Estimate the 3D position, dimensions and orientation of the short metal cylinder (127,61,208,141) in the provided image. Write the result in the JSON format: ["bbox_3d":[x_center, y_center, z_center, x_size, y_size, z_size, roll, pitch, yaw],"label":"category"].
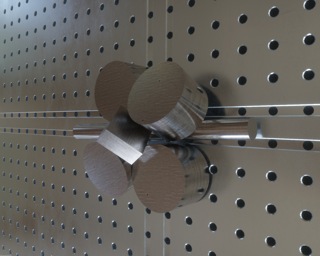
[{"bbox_3d":[0.009,-0.031,0.364,0.080,0.050,0.080,-20,55,31],"label":"short metal cylinder"}]

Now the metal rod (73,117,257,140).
[{"bbox_3d":[-0.019,0.004,0.419,0.300,0.025,0.025,-1,89,40],"label":"metal rod"}]

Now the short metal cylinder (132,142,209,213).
[{"bbox_3d":[0.012,0.058,0.378,0.080,0.050,0.079,0,90,40],"label":"short metal cylinder"}]

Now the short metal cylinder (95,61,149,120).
[{"bbox_3d":[-0.044,-0.048,0.424,0.080,0.050,0.079,0,90,40],"label":"short metal cylinder"}]

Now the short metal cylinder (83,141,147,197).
[{"bbox_3d":[-0.058,0.046,0.420,0.080,0.050,0.079,17,120,32],"label":"short metal cylinder"}]

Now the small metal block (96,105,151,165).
[{"bbox_3d":[-0.041,0.008,0.376,0.050,0.050,0.025,36,128,-12],"label":"small metal block"}]
